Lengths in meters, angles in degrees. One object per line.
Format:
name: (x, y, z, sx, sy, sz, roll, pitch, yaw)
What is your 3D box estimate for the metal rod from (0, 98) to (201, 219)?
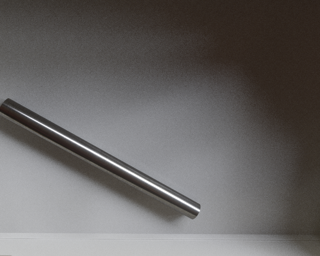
metal rod: (-0.074, 0.048, 0.427, 0.301, 0.025, 0.025, 31, 107, -11)
